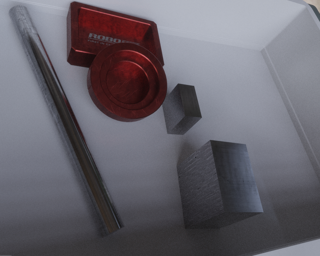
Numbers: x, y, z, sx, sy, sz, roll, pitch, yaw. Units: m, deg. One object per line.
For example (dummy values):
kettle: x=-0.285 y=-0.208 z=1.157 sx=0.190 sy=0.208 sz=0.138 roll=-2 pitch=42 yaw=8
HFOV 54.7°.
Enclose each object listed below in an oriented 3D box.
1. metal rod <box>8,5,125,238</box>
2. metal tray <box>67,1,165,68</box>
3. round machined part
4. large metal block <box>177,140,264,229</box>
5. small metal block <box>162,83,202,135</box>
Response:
metal rod: x=-0.114 y=-0.021 z=0.357 sx=0.025 sy=0.025 sz=0.299 roll=-16 pitch=70 yaw=-35
metal tray: x=-0.064 y=-0.124 z=0.444 sx=0.131 sy=0.030 sz=0.090 roll=5 pitch=59 yaw=-26
round machined part: x=-0.044 y=-0.055 z=0.394 sx=0.099 sy=0.042 sz=0.098 roll=6 pitch=77 yaw=-24
large metal block: x=0.065 y=0.069 z=0.365 sx=0.050 sy=0.080 sz=0.080 roll=8 pitch=58 yaw=-25
small metal block: x=0.028 y=-0.024 z=0.421 sx=0.025 sy=0.050 sz=0.050 roll=5 pitch=60 yaw=-26
